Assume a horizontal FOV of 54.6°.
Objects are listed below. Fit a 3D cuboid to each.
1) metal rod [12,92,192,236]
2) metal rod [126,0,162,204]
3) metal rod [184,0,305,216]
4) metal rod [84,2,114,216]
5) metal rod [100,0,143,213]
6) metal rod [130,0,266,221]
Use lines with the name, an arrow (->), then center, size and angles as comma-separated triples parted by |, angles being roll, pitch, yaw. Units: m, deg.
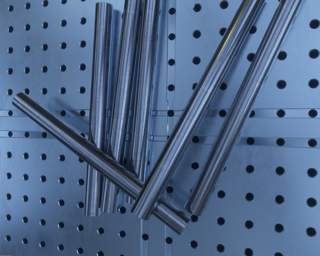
metal rod -> -0.088, 0.039, 0.416 | 0.300, 0.025, 0.025 | 34, 101, 16
metal rod -> -0.021, -0.047, 0.420 | 0.025, 0.025, 0.298 | 6, 92, 20
metal rod -> 0.102, -0.029, 0.376 | 0.025, 0.025, 0.299 | 26, 99, 18
metal rod -> -0.088, -0.025, 0.444 | 0.025, 0.025, 0.298 | 4, 91, 20
metal rod -> -0.053, -0.032, 0.431 | 0.025, 0.025, 0.298 | 8, 93, 20
metal rod -> 0.047, -0.030, 0.367 | 0.025, 0.025, 0.299 | 28, 88, 18
